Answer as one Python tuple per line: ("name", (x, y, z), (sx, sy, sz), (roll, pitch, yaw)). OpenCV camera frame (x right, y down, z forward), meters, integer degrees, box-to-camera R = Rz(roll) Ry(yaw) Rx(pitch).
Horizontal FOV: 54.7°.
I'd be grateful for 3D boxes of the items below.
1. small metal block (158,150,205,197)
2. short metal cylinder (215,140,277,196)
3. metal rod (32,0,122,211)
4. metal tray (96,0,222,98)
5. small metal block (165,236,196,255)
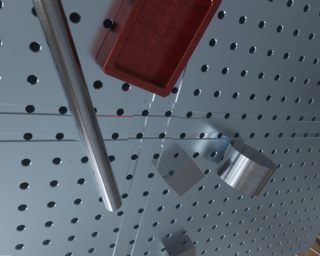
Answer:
("small metal block", (0.034, 0.070, 0.475), (0.050, 0.025, 0.050), (-40, 130, -1))
("short metal cylinder", (0.135, 0.062, 0.490), (0.081, 0.080, 0.050), (15, 111, -35))
("metal rod", (-0.086, -0.011, 0.357), (0.025, 0.025, 0.298), (-21, 127, -16))
("metal tray", (-0.001, -0.107, 0.341), (0.091, 0.030, 0.129), (18, 109, -36))
("small metal block", (0.039, 0.240, 0.584), (0.050, 0.025, 0.050), (-19, 126, -18))
